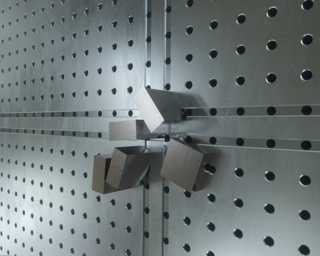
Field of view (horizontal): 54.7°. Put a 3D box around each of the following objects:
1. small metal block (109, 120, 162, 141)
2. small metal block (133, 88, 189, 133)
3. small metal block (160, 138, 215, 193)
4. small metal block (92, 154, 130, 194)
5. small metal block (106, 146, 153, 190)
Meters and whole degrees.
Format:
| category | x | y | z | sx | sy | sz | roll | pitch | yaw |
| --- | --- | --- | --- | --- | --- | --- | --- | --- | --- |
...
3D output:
| category | x | y | z | sx | sy | sz | roll | pitch | yaw |
| --- | --- | --- | --- | --- | --- | --- | --- | --- | --- |
| small metal block | -0.033 | 0.003 | 0.418 | 0.050 | 0.050 | 0.025 | -5 | 87 | 39 |
| small metal block | 0.002 | -0.021 | 0.390 | 0.025 | 0.050 | 0.050 | -45 | 64 | 31 |
| small metal block | 0.033 | 0.044 | 0.381 | 0.050 | 0.025 | 0.050 | 25 | 106 | 37 |
| small metal block | -0.069 | 0.064 | 0.448 | 0.025 | 0.050 | 0.050 | 8 | 95 | 39 |
| small metal block | -0.042 | 0.053 | 0.425 | 0.025 | 0.050 | 0.050 | 25 | 106 | 37 |
